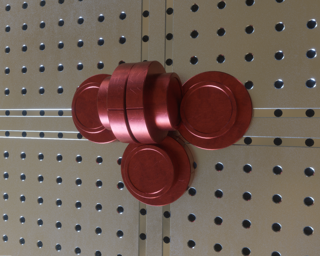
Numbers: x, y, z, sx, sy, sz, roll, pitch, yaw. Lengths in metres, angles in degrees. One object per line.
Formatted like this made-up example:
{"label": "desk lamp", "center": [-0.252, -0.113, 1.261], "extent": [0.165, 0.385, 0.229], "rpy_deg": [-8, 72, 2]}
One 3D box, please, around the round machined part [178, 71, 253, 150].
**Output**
{"label": "round machined part", "center": [0.062, -0.022, 0.380], "extent": [0.098, 0.042, 0.097], "rpy_deg": [0, 90, 19]}

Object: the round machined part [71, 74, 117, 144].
{"label": "round machined part", "center": [-0.083, -0.027, 0.431], "extent": [0.098, 0.042, 0.097], "rpy_deg": [0, 90, 19]}

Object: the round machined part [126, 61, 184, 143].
{"label": "round machined part", "center": [0.000, -0.031, 0.367], "extent": [0.042, 0.098, 0.097], "rpy_deg": [-1, 90, 20]}

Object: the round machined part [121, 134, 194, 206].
{"label": "round machined part", "center": [-0.007, 0.054, 0.405], "extent": [0.098, 0.042, 0.097], "rpy_deg": [0, 90, 19]}

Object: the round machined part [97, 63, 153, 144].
{"label": "round machined part", "center": [-0.042, -0.030, 0.381], "extent": [0.042, 0.098, 0.097], "rpy_deg": [1, 91, 20]}
